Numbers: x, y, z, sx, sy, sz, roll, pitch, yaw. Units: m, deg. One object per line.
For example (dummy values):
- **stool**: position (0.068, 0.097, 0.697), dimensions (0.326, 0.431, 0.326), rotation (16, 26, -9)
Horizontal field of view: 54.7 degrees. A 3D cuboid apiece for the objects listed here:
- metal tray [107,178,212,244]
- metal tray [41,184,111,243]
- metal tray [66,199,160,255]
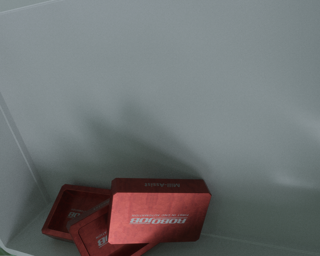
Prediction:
- **metal tray**: position (-0.003, 0.114, 0.425), dimensions (0.131, 0.030, 0.089), rotation (3, 117, -13)
- **metal tray**: position (-0.124, 0.146, 0.517), dimensions (0.130, 0.090, 0.030), rotation (1, 146, 27)
- **metal tray**: position (-0.056, 0.146, 0.451), dimensions (0.030, 0.131, 0.090), rotation (-11, 104, 66)
